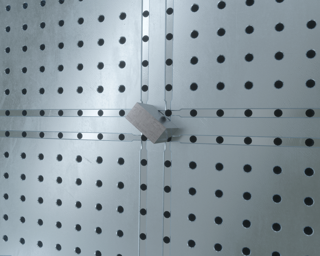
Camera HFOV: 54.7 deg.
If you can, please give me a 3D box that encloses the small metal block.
[{"bbox_3d":[-0.010,-0.006,0.402,0.050,0.050,0.025,42,103,15],"label":"small metal block"}]
